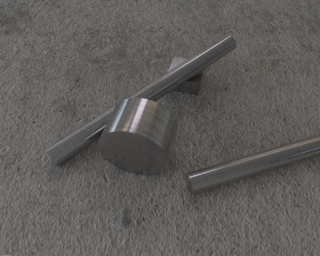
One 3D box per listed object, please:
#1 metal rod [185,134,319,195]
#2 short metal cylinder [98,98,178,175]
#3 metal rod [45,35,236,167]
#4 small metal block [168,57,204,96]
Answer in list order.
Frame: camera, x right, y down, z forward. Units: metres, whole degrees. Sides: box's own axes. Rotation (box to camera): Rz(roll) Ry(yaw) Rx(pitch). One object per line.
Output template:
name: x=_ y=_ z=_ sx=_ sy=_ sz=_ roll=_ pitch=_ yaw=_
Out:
metal rod: x=0.176 y=0.027 z=0.381 sx=0.302 sy=0.025 sz=0.025 roll=-14 pitch=52 yaw=-12
short metal cylinder: x=-0.024 y=0.011 z=0.358 sx=0.080 sy=0.080 sz=0.050 roll=11 pitch=51 yaw=9
metal rod: x=-0.013 y=-0.046 z=0.418 sx=0.301 sy=0.025 sz=0.025 roll=-35 pitch=58 yaw=-18
small metal block: x=0.039 y=-0.079 z=0.470 sx=0.050 sy=0.025 sz=0.050 roll=12 pitch=51 yaw=10
